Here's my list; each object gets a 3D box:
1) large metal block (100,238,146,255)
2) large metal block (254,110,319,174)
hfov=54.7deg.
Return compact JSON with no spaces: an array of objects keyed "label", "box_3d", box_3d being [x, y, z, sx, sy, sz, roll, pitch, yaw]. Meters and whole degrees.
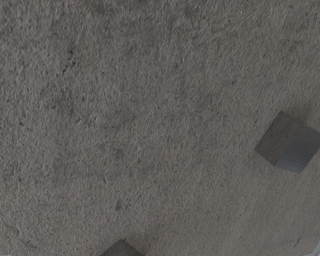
[{"label":"large metal block","box_3d":[-0.065,0.239,0.503,0.080,0.050,0.080,-39,129,-2]},{"label":"large metal block","box_3d":[0.222,0.026,0.528,0.081,0.050,0.080,18,109,-35]}]
